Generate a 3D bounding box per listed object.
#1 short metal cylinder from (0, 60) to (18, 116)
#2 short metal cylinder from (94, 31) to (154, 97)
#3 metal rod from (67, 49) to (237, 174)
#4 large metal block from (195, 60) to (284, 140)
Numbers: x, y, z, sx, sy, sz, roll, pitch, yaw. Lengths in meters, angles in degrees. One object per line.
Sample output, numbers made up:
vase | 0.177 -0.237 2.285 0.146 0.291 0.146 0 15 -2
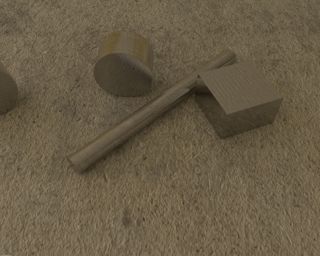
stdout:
short metal cylinder | -0.240 -0.056 0.413 0.081 0.080 0.050 -30 56 -23
short metal cylinder | -0.050 -0.090 0.443 0.080 0.080 0.050 2 50 1
metal rod | 0.006 -0.036 0.433 0.302 0.025 0.025 -37 59 -27
large metal block | 0.103 -0.040 0.421 0.081 0.050 0.080 -17 52 -14
